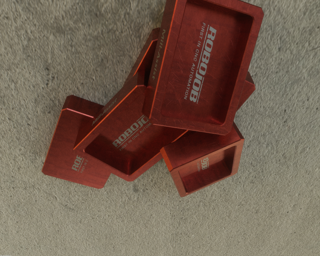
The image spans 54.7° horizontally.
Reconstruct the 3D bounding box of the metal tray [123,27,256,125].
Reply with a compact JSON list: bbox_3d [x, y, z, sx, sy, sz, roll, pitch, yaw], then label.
[{"bbox_3d":[0.032,-0.048,0.365,0.131,0.030,0.089,21,127,-18],"label":"metal tray"}]

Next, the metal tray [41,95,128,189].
[{"bbox_3d":[-0.101,0.025,0.424,0.091,0.030,0.129,19,127,-16],"label":"metal tray"}]

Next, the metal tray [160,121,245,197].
[{"bbox_3d":[0.056,0.044,0.399,0.090,0.030,0.130,-23,153,-2],"label":"metal tray"}]

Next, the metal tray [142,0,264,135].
[{"bbox_3d":[0.041,-0.063,0.307,0.091,0.030,0.129,9,103,-21],"label":"metal tray"}]

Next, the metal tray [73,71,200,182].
[{"bbox_3d":[-0.029,0.004,0.369,0.090,0.030,0.130,34,122,-26],"label":"metal tray"}]
